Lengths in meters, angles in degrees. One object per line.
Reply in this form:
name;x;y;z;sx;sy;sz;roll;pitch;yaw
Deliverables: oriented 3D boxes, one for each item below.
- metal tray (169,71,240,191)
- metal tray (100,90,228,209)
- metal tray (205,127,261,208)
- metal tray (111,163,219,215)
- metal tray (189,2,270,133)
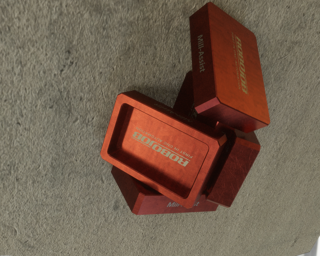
metal tray;0.046;0.004;0.395;0.030;0.090;0.129;7;115;-32
metal tray;0.000;0.022;0.360;0.030;0.130;0.089;-26;140;-62
metal tray;0.091;0.032;0.415;0.030;0.130;0.089;20;112;-1
metal tray;0.010;0.073;0.418;0.131;0.090;0.030;7;115;-32
metal tray;0.078;-0.067;0.351;0.091;0.130;0.030;19;149;-36
